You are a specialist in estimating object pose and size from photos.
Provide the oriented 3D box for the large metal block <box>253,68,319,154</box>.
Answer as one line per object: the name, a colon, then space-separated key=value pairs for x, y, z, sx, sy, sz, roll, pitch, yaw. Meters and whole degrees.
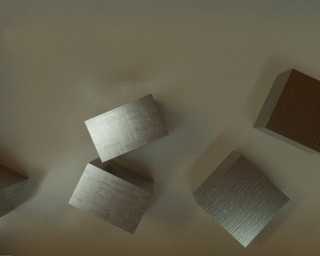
large metal block: x=0.181 y=-0.020 z=0.401 sx=0.080 sy=0.050 sz=0.080 roll=25 pitch=90 yaw=-1

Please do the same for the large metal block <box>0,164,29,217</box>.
large metal block: x=-0.226 y=0.073 z=0.381 sx=0.080 sy=0.080 sz=0.050 roll=27 pitch=90 yaw=-1

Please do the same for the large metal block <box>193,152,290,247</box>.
large metal block: x=0.101 y=0.089 z=0.400 sx=0.080 sy=0.050 sz=0.080 roll=43 pitch=90 yaw=-1

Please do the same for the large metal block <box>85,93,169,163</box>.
large metal block: x=-0.037 y=0.000 z=0.383 sx=0.080 sy=0.080 sz=0.050 roll=-23 pitch=90 yaw=0

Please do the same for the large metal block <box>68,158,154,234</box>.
large metal block: x=-0.055 y=0.078 z=0.383 sx=0.080 sy=0.080 sz=0.050 roll=26 pitch=90 yaw=-1
